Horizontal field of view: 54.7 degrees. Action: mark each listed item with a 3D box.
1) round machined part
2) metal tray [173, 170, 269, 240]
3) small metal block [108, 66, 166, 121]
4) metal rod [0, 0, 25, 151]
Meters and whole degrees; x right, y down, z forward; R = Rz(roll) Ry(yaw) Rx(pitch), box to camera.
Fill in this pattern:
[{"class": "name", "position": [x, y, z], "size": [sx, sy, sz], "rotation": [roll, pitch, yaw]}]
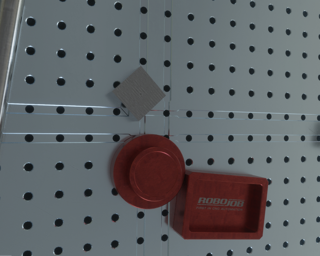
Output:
[{"class": "round machined part", "position": [-0.011, 0.057, 0.401], "size": [0.099, 0.042, 0.097], "rotation": [0, 90, -21]}, {"class": "metal tray", "position": [0.089, 0.110, 0.444], "size": [0.131, 0.030, 0.089], "rotation": [8, 87, -20]}, {"class": "small metal block", "position": [-0.030, -0.044, 0.402], "size": [0.050, 0.025, 0.050], "rotation": [-45, 104, -15]}, {"class": "metal rod", "position": [-0.187, 0.000, 0.343], "size": [0.025, 0.025, 0.298], "rotation": [9, 87, -20]}]
